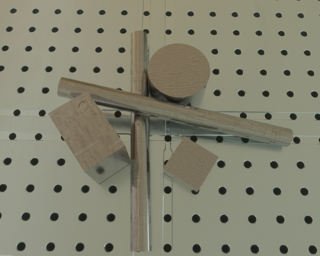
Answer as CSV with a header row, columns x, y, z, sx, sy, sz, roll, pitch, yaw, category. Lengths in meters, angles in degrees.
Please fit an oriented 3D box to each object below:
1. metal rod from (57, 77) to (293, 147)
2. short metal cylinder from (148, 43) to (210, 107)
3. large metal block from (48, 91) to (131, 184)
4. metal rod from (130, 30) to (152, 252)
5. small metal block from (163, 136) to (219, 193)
x,y,z,sx,sy,sz,roll,pitch,yaw,category
0.023,-0.019,0.399,0.302,0.025,0.025,12,70,-4,metal rod
0.025,-0.067,0.423,0.081,0.050,0.080,0,70,0,short metal cylinder
-0.081,0.015,0.375,0.050,0.080,0.080,-33,74,-11,large metal block
-0.026,0.003,0.410,0.025,0.025,0.299,-1,70,-1,metal rod
0.039,0.047,0.396,0.050,0.025,0.050,32,73,10,small metal block
